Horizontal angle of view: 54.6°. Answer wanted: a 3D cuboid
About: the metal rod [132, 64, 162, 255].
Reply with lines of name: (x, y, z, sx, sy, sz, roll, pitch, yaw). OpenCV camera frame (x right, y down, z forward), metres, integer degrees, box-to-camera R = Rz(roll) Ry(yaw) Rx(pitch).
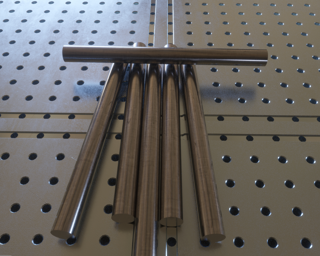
metal rod: (-0.012, 0.024, 0.388, 0.025, 0.025, 0.300, 1, 50, 1)

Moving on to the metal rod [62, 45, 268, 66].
metal rod: (0.007, -0.109, 0.467, 0.302, 0.025, 0.025, 1, 50, 1)

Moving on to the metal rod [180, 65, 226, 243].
metal rod: (0.048, -0.003, 0.411, 0.025, 0.025, 0.300, -2, 50, -1)

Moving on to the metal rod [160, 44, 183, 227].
metal rod: (0.015, -0.016, 0.423, 0.025, 0.025, 0.300, 1, 50, 1)

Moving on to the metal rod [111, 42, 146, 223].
metal rod: (-0.037, -0.019, 0.424, 0.025, 0.025, 0.300, 1, 50, 1)

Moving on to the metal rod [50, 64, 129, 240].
metal rod: (-0.079, -0.005, 0.410, 0.025, 0.025, 0.300, 6, 50, 5)
